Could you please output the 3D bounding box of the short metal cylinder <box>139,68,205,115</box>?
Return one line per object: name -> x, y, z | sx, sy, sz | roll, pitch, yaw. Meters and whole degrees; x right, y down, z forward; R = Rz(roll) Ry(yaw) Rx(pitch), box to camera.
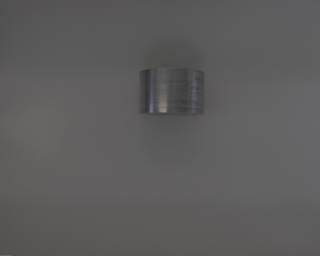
short metal cylinder -> 0.014, -0.042, 0.384 | 0.080, 0.080, 0.050 | 1, 90, 0
